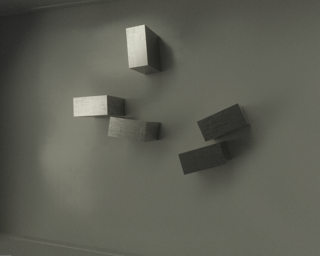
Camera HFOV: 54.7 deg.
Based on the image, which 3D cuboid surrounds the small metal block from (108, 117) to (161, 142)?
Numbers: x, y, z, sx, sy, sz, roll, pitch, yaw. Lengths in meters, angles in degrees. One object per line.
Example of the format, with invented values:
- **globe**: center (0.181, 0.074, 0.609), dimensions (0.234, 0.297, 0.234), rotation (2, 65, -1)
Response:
- **small metal block**: center (-0.033, 0.001, 0.408), dimensions (0.050, 0.050, 0.025), rotation (8, 93, 19)

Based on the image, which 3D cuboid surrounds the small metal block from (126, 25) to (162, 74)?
- **small metal block**: center (-0.020, -0.100, 0.403), dimensions (0.025, 0.050, 0.050), rotation (-5, 88, 20)

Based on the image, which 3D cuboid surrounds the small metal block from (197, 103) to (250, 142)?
- **small metal block**: center (0.077, -0.006, 0.370), dimensions (0.050, 0.050, 0.025), rotation (-25, 82, 18)

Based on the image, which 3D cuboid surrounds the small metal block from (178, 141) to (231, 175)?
- **small metal block**: center (0.056, 0.035, 0.377), dimensions (0.050, 0.050, 0.025), rotation (-18, 84, 19)

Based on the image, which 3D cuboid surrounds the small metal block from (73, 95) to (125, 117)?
- **small metal block**: center (-0.082, -0.029, 0.425), dimensions (0.050, 0.050, 0.025), rotation (-2, 90, 19)
